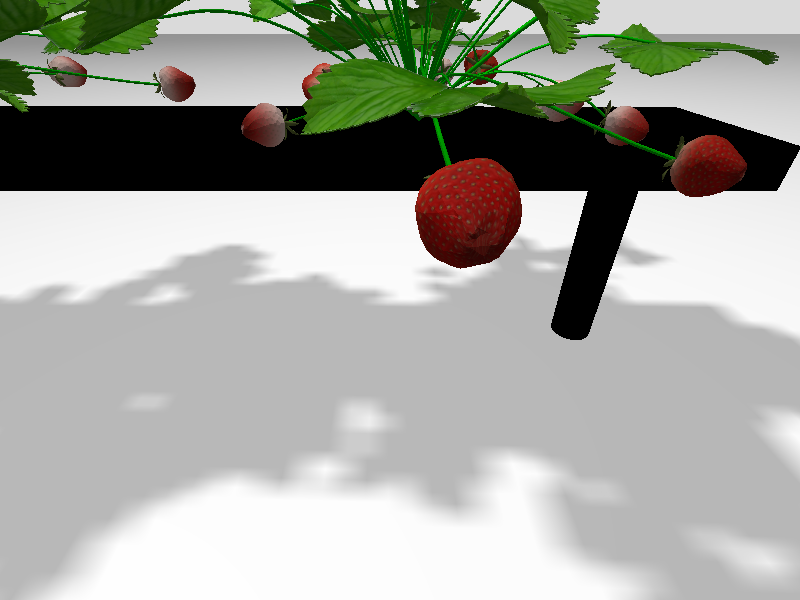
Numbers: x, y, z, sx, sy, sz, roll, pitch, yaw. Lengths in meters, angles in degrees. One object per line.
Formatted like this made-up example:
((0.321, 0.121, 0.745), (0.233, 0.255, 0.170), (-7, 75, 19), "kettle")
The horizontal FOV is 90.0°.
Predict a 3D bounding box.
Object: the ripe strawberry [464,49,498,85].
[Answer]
((0.099, -0.281, 0.485), (0.042, 0.037, 0.038), (13, 27, 18), "ripe strawberry")

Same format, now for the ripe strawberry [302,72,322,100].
((-0.081, -0.204, 0.384), (0.030, 0.025, 0.030), (25, 42, 33), "ripe strawberry")

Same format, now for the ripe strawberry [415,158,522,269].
((0.021, -0.024, 0.122), (0.033, 0.035, 0.036), (-1, 35, -1), "ripe strawberry")

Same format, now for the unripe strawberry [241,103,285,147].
((-0.086, -0.109, 0.250), (0.027, 0.026, 0.025), (-26, 42, -31), "unripe strawberry")

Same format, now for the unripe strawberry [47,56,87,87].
((-0.385, -0.266, 0.466), (0.037, 0.032, 0.037), (9, 35, 12), "unripe strawberry")

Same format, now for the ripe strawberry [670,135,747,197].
((0.138, -0.059, 0.179), (0.025, 0.026, 0.027), (-22, 41, -29), "ripe strawberry")

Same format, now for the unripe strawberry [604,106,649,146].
((0.141, -0.108, 0.249), (0.026, 0.022, 0.026), (32, 44, 19), "unripe strawberry")

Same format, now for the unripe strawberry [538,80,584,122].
((0.123, -0.152, 0.307), (0.033, 0.029, 0.033), (4, 35, 5), "unripe strawberry")

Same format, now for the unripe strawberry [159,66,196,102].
((-0.221, -0.215, 0.399), (0.032, 0.031, 0.030), (-15, 37, -21), "unripe strawberry")

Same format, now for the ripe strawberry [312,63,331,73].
((-0.083, -0.245, 0.442), (0.031, 0.028, 0.028), (-20, 39, -26), "ripe strawberry")

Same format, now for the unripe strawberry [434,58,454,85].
((0.051, -0.268, 0.473), (0.026, 0.030, 0.029), (6, 28, 9), "unripe strawberry")
